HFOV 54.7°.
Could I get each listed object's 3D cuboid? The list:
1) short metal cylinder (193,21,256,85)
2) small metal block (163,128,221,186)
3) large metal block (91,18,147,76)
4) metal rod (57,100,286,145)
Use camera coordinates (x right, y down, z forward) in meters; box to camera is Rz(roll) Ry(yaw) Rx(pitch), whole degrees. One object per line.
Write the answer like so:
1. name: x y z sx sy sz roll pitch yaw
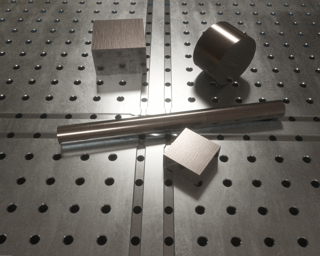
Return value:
1. short metal cylinder: 0.097 -0.112 0.467 0.081 0.080 0.050 -29 56 -22
2. small metal block: 0.039 0.034 0.379 0.050 0.025 0.050 29 55 21
3. large metal block: -0.065 -0.132 0.502 0.081 0.050 0.080 -4 50 -4
4. metal rod: 0.020 -0.009 0.415 0.302 0.025 0.025 -7 51 -7
